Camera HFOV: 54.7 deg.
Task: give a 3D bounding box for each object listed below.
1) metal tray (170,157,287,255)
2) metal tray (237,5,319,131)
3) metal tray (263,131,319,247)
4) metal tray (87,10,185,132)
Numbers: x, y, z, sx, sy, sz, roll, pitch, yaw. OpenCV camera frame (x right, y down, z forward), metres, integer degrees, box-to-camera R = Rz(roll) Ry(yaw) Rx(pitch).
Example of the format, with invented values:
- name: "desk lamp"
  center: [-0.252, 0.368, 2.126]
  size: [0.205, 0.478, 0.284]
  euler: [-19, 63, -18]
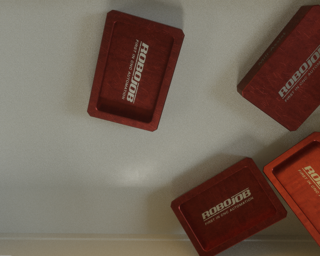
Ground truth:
- name: "metal tray"
  center: [0.092, 0.109, 0.428]
  size: [0.130, 0.030, 0.090]
  euler: [-33, 79, 10]
- name: "metal tray"
  center: [0.172, -0.071, 0.384]
  size: [0.090, 0.030, 0.129]
  euler: [34, 107, -12]
- name: "metal tray"
  center: [0.207, 0.080, 0.392]
  size: [0.090, 0.130, 0.030]
  euler: [-39, 145, 13]
- name: "metal tray"
  center: [-0.031, -0.068, 0.382]
  size: [0.091, 0.030, 0.129]
  euler: [14, 109, -6]
